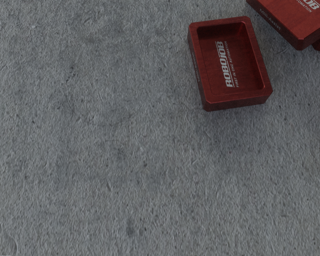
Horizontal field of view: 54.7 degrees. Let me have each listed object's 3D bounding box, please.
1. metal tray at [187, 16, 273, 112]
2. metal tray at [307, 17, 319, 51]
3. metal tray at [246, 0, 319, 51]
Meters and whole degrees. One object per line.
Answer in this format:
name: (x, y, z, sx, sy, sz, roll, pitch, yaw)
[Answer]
metal tray: (0.095, -0.093, 0.439, 0.091, 0.030, 0.130, -8, 70, -3)
metal tray: (0.281, -0.178, 0.472, 0.131, 0.030, 0.090, -18, 71, -7)
metal tray: (0.199, -0.186, 0.451, 0.090, 0.030, 0.130, -35, 64, 5)
